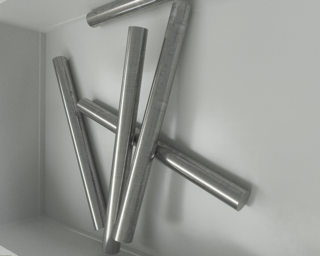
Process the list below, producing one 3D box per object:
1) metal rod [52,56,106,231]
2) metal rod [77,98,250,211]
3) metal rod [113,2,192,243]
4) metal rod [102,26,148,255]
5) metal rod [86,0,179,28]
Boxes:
[{"bbox_3d":[-0.133,0.016,0.513,0.025,0.025,0.299,-29,72,36],"label":"metal rod"},{"bbox_3d":[-0.018,0.020,0.419,0.300,0.025,0.025,28,108,36],"label":"metal rod"},{"bbox_3d":[-0.010,-0.006,0.385,0.025,0.025,0.298,15,91,38],"label":"metal rod"},{"bbox_3d":[-0.047,0.020,0.409,0.025,0.025,0.298,13,98,39],"label":"metal rod"},{"bbox_3d":[0.004,-0.169,0.391,0.300,0.025,0.025,1,91,42],"label":"metal rod"}]
